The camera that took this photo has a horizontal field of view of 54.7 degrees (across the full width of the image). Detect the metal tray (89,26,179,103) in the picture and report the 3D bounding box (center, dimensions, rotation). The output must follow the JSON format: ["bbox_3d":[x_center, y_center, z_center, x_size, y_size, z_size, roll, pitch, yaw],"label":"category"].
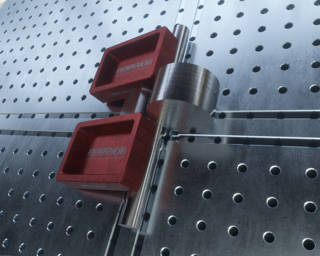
[{"bbox_3d":[-0.041,-0.091,0.460,0.130,0.030,0.090,-7,58,39],"label":"metal tray"}]

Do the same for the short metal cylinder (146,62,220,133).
[{"bbox_3d":[0.028,-0.034,0.375,0.080,0.080,0.050,0,62,28],"label":"short metal cylinder"}]

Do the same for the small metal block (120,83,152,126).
[{"bbox_3d":[-0.031,-0.026,0.422,0.050,0.025,0.050,-23,45,54],"label":"small metal block"}]

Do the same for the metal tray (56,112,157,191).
[{"bbox_3d":[-0.072,0.032,0.401,0.130,0.030,0.090,-7,58,39],"label":"metal tray"}]

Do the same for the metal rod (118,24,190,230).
[{"bbox_3d":[-0.001,-0.019,0.415,0.025,0.025,0.300,0,62,28],"label":"metal rod"}]
